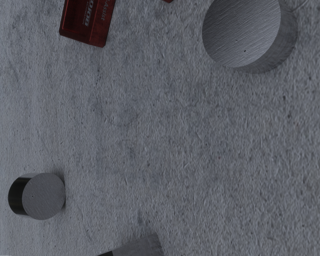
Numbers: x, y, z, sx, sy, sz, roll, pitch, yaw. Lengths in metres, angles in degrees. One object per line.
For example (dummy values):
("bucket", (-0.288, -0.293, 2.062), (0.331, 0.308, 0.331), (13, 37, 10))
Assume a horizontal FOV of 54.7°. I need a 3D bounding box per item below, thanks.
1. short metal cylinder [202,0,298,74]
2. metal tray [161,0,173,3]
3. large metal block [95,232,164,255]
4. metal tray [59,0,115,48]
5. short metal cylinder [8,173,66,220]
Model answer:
("short metal cylinder", (0.090, -0.098, 0.314), (0.080, 0.050, 0.079), (0, 90, 40))
("metal tray", (0.015, -0.239, 0.388), (0.090, 0.030, 0.129), (-25, 75, 37))
("large metal block", (-0.050, 0.184, 0.410), (0.080, 0.081, 0.050), (-33, 70, 35))
("metal tray", (-0.113, -0.203, 0.495), (0.090, 0.030, 0.129), (26, 106, 37))
("short metal cylinder", (-0.217, 0.120, 0.548), (0.050, 0.081, 0.080), (-7, 85, 40))
